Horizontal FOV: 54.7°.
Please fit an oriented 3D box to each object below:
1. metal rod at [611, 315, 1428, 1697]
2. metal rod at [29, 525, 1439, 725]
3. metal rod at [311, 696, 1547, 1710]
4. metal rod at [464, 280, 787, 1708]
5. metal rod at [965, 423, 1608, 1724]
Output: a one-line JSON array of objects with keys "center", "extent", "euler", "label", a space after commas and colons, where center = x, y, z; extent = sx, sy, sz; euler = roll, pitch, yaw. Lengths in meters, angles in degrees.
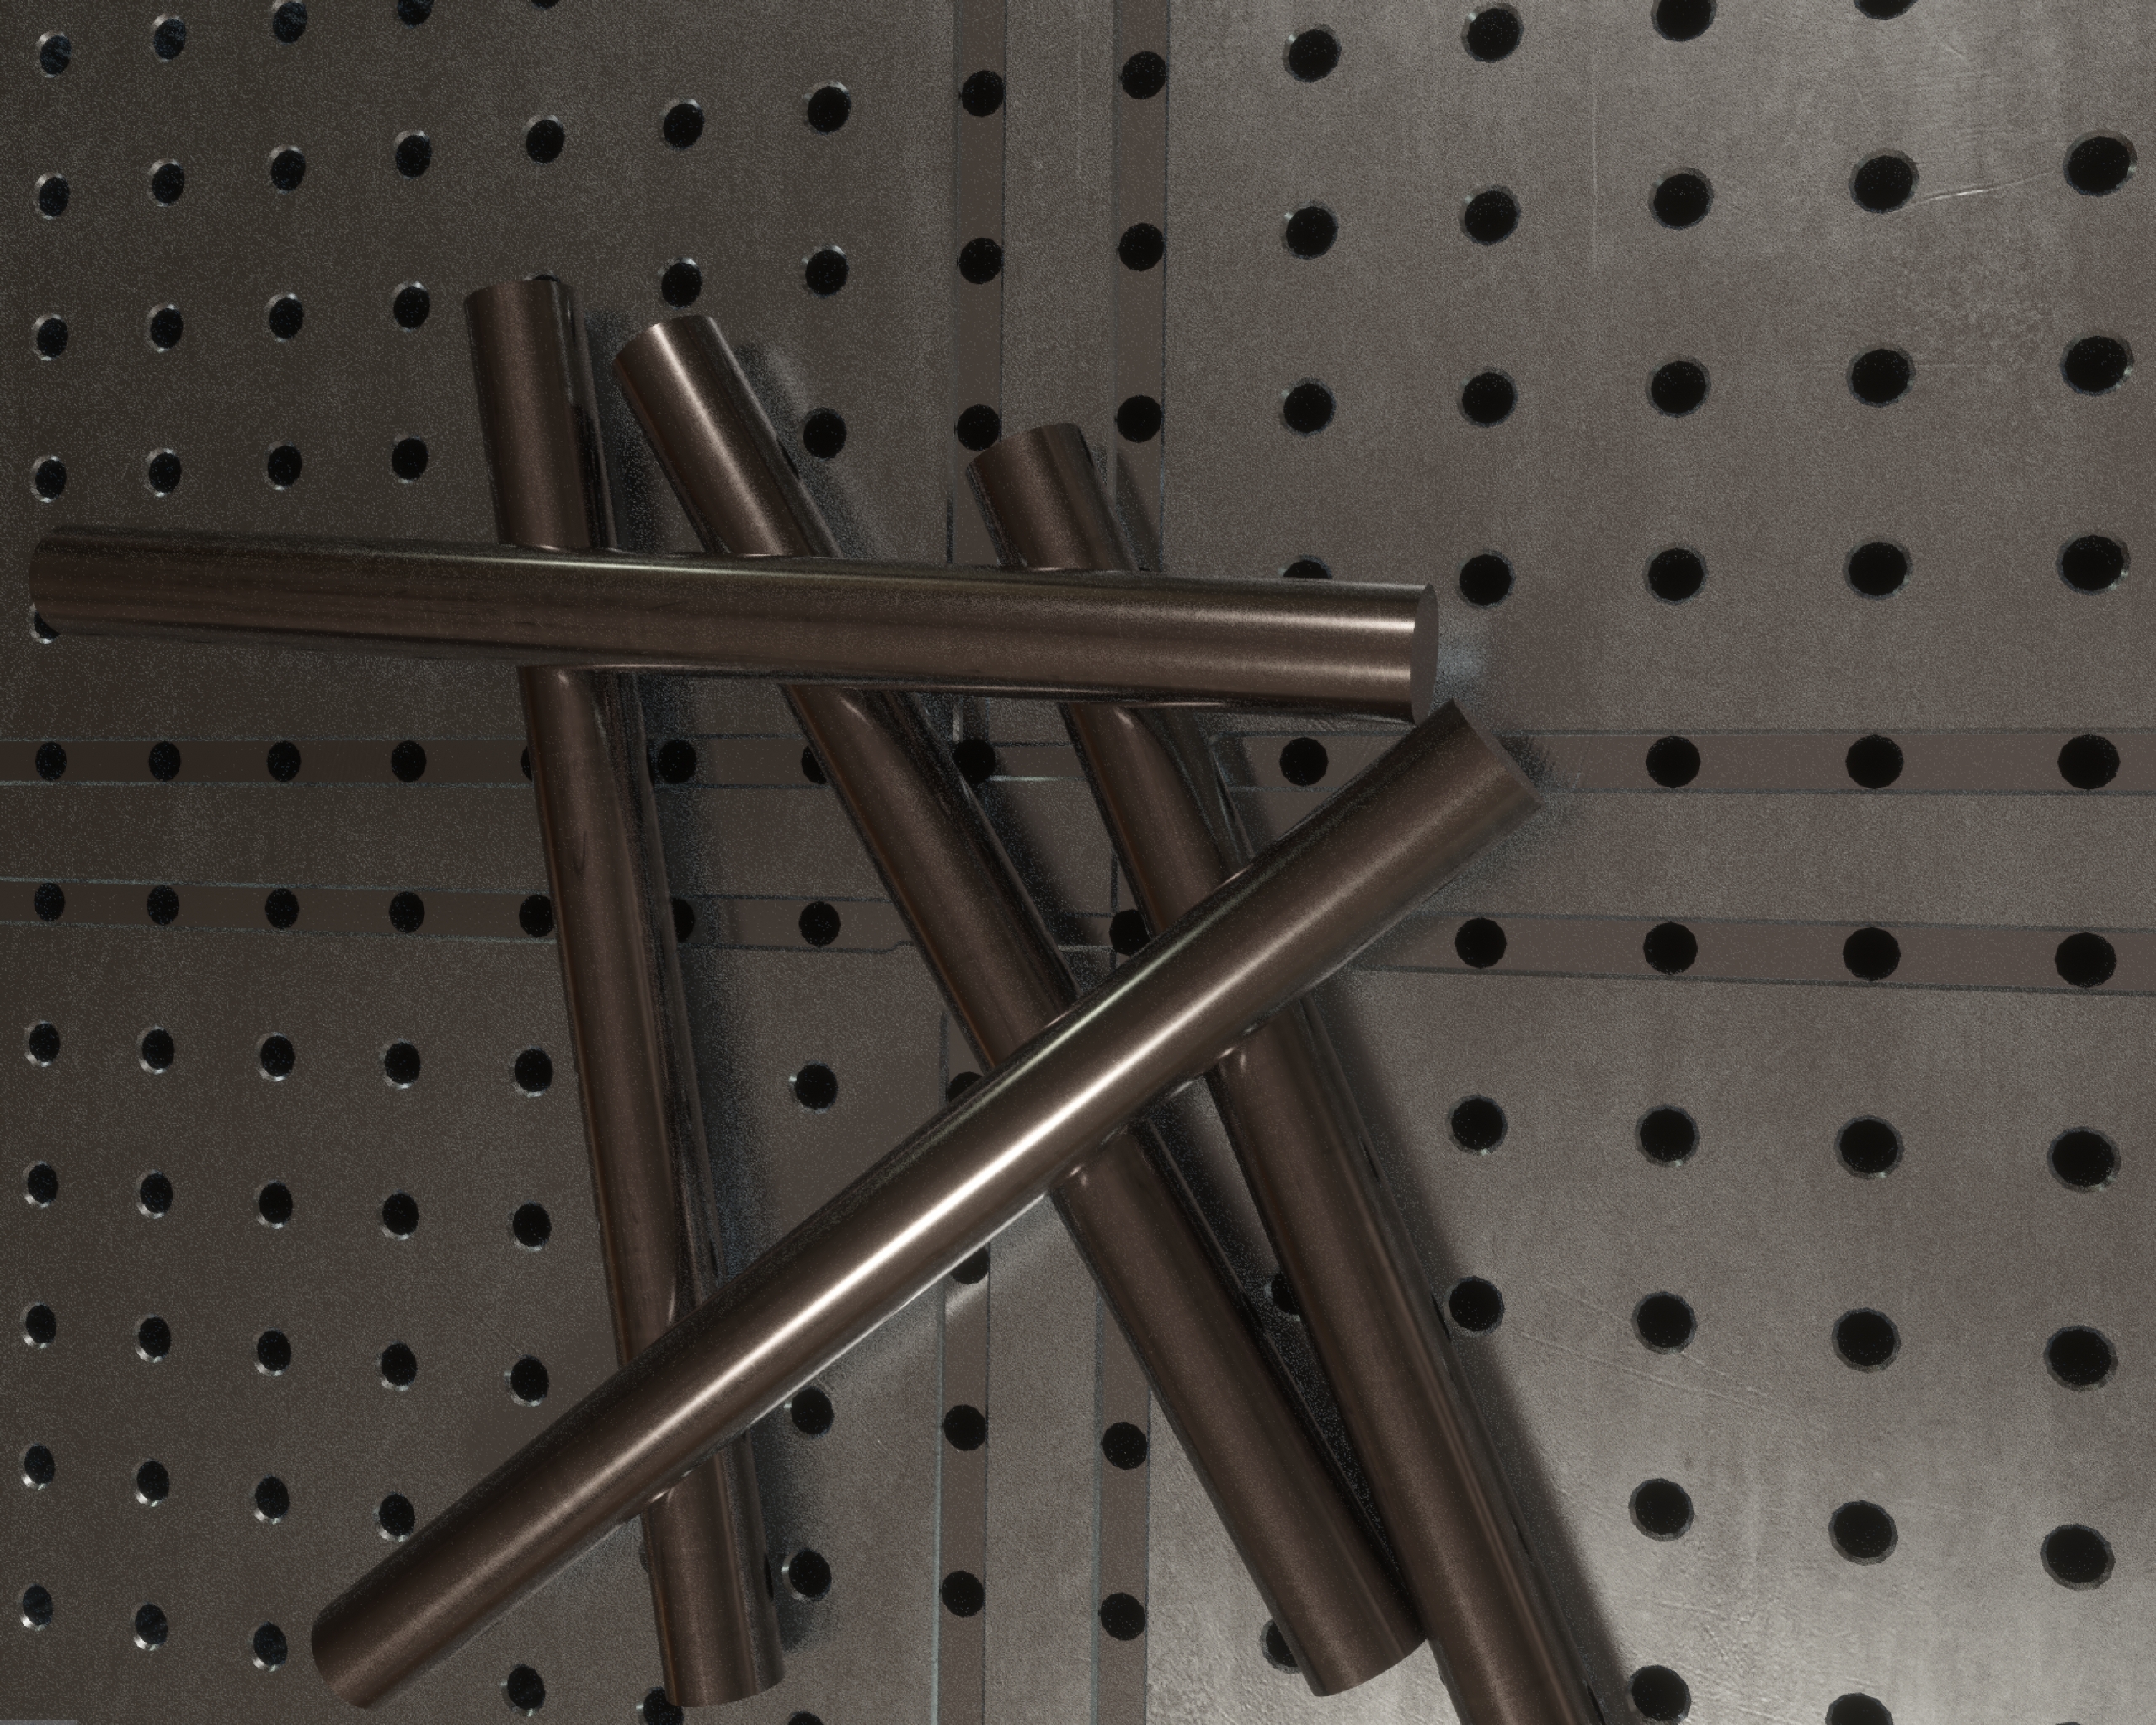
[{"center": [-0.016, 0.021, 0.417], "extent": [0.025, 0.025, 0.299], "euler": [-32, 80, 17], "label": "metal rod"}, {"center": [-0.081, -0.049, 0.413], "extent": [0.301, 0.025, 0.025], "euler": [5, 92, 19], "label": "metal rod"}, {"center": [-0.039, 0.073, 0.398], "extent": [0.300, 0.025, 0.025], "euler": [-40, 78, 15], "label": "metal rod"}, {"center": [-0.097, 0.025, 0.445], "extent": [0.025, 0.025, 0.298], "euler": [-10, 87, 19], "label": "metal rod"}, {"center": [0.044, 0.056, 0.396], "extent": [0.025, 0.025, 0.299], "euler": [-24, 82, 18], "label": "metal rod"}]
